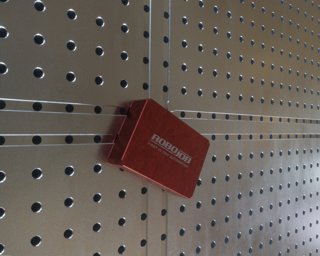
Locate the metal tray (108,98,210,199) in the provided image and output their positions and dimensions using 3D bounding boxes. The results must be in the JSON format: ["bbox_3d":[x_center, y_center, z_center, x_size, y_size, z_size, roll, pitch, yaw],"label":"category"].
[{"bbox_3d":[0.005,0.030,0.412,0.130,0.030,0.090,34,69,-35],"label":"metal tray"}]
